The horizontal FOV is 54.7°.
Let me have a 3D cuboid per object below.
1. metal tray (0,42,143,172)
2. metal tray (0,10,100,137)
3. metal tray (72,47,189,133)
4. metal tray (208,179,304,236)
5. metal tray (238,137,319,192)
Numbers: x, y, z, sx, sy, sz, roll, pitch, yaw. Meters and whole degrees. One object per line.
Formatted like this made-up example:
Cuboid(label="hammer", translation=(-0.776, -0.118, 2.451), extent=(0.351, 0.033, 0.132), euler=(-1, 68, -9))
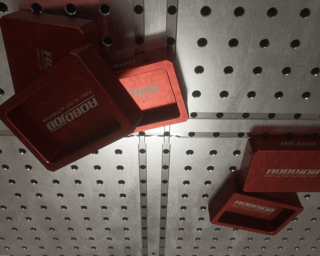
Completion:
Cuboid(label="metal tray", translation=(-0.094, -0.015, 0.315), extent=(0.130, 0.030, 0.090), euler=(-26, 111, 30))
Cuboid(label="metal tray", translation=(-0.113, -0.053, 0.336), extent=(0.090, 0.030, 0.129), euler=(12, 124, 11))
Cuboid(label="metal tray", translation=(-0.038, -0.037, 0.376), extent=(0.131, 0.030, 0.090), euler=(-13, 129, 10))
Cuboid(label="metal tray", translation=(0.160, 0.138, 0.528), extent=(0.131, 0.030, 0.089), euler=(15, 129, -13))
Cuboid(label="metal tray", translation=(0.191, 0.056, 0.459), extent=(0.131, 0.030, 0.089), euler=(0, 130, -1))
